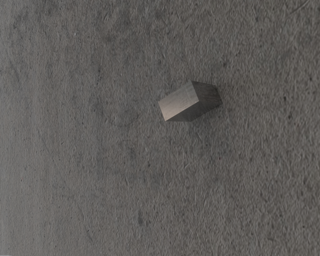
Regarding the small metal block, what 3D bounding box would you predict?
[{"bbox_3d":[0.036,-0.029,0.360,0.050,0.050,0.025,-30,71,36],"label":"small metal block"}]
